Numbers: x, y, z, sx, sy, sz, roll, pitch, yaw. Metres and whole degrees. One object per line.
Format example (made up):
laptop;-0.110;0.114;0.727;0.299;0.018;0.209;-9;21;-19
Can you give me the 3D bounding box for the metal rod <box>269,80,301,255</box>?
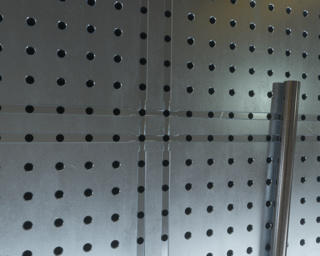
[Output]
metal rod;0.195;0.075;0.486;0.025;0.025;0.298;6;88;-20
